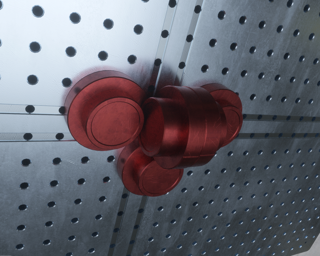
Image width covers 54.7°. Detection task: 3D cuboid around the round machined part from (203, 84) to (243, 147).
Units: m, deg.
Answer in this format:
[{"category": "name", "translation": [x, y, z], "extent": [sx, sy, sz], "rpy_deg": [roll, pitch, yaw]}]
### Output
[{"category": "round machined part", "translation": [0.077, -0.010, 0.437], "extent": [0.099, 0.042, 0.097], "rpy_deg": [-14, 125, -21]}]

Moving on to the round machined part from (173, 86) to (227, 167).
[{"category": "round machined part", "translation": [0.045, -0.002, 0.382], "extent": [0.042, 0.098, 0.097], "rpy_deg": [-1, 119, -29]}]

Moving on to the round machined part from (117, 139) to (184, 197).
[{"category": "round machined part", "translation": [-0.006, 0.057, 0.433], "extent": [0.099, 0.042, 0.097], "rpy_deg": [-14, 125, -21]}]

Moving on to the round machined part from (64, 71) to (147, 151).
[{"category": "round machined part", "translation": [-0.058, -0.014, 0.361], "extent": [0.099, 0.042, 0.097], "rpy_deg": [-14, 125, -21]}]

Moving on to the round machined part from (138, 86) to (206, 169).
[{"category": "round machined part", "translation": [0.006, -0.001, 0.360], "extent": [0.042, 0.098, 0.097], "rpy_deg": [1, 118, -30]}]
